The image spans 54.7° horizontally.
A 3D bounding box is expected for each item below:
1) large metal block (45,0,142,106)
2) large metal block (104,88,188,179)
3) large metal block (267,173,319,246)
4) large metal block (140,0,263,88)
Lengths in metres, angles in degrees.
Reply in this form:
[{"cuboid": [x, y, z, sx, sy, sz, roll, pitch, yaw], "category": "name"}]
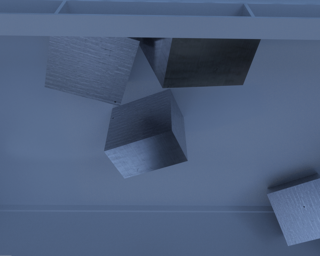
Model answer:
[{"cuboid": [-0.069, -0.078, 0.325, 0.081, 0.050, 0.079, 14, 129, -12], "category": "large metal block"}, {"cuboid": [-0.015, 0.006, 0.378, 0.080, 0.080, 0.050, -17, 128, 14], "category": "large metal block"}, {"cuboid": [0.218, 0.122, 0.471, 0.080, 0.050, 0.080, -23, 83, 18], "category": "large metal block"}, {"cuboid": [0.032, -0.082, 0.290, 0.081, 0.080, 0.050, -5, 132, -19], "category": "large metal block"}]
